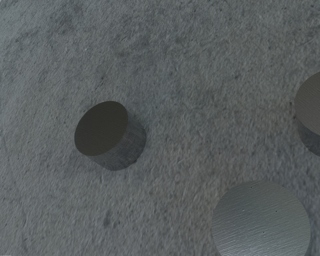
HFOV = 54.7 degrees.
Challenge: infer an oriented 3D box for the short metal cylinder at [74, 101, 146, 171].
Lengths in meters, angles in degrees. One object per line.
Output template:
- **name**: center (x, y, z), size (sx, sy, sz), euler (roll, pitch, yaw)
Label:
- **short metal cylinder**: center (-0.065, 0.011, 0.414), size (0.080, 0.050, 0.080), euler (-13, 56, 20)

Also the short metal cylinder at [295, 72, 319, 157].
- **short metal cylinder**: center (0.177, -0.013, 0.303), size (0.080, 0.050, 0.080), euler (-13, 56, 20)

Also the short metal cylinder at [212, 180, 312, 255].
- **short metal cylinder**: center (0.093, 0.094, 0.281), size (0.080, 0.050, 0.080), euler (-13, 56, 20)
